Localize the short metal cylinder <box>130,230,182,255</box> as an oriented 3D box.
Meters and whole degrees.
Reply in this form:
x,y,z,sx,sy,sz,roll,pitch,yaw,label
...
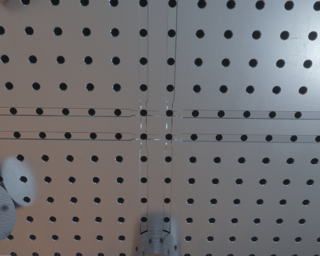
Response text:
x,y,z,sx,sy,sz,roll,pitch,yaw,label
-0.006,0.207,0.476,0.081,0.050,0.079,0,110,0,short metal cylinder

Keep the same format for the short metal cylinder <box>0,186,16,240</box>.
x,y,z,sx,sy,sz,roll,pitch,yaw,label
-0.248,0.122,0.427,0.050,0.080,0.080,-21,109,7,short metal cylinder

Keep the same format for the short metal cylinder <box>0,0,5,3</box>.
x,y,z,sx,sy,sz,roll,pitch,yaw,label
-0.183,-0.168,0.320,0.080,0.080,0.050,-38,106,13,short metal cylinder
